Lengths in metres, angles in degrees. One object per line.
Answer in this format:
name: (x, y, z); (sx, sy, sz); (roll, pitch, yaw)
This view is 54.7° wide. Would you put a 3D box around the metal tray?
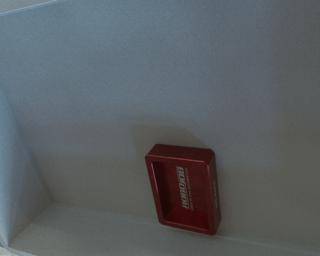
metal tray: (0.035, 0.088, 0.441); (0.090, 0.030, 0.129); (4, 121, 26)
